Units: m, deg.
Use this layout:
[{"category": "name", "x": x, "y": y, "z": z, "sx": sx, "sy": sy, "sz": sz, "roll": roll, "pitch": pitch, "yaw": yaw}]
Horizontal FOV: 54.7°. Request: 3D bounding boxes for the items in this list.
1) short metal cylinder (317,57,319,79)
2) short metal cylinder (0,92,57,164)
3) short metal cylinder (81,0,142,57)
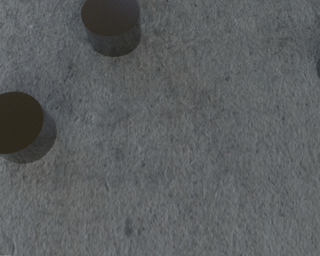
[{"category": "short metal cylinder", "x": 0.271, "y": -0.092, "z": 0.432, "sx": 0.081, "sy": 0.050, "sz": 0.080, "roll": 0, "pitch": 70, "yaw": 0}, {"category": "short metal cylinder", "x": -0.179, "y": 0.001, "z": 0.392, "sx": 0.081, "sy": 0.050, "sz": 0.080, "roll": 0, "pitch": 70, "yaw": 0}, {"category": "short metal cylinder", "x": -0.068, "y": -0.151, "z": 0.449, "sx": 0.081, "sy": 0.050, "sz": 0.080, "roll": 0, "pitch": 70, "yaw": 0}]
